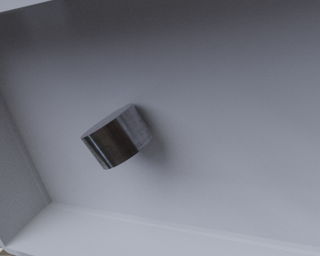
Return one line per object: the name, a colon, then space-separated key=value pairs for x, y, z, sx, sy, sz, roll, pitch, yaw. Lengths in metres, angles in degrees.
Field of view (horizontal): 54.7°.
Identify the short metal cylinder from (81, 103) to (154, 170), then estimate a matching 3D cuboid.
short metal cylinder: x=-0.056 y=0.010 z=0.407 sx=0.080 sy=0.080 sz=0.050 roll=-24 pitch=105 yaw=36
